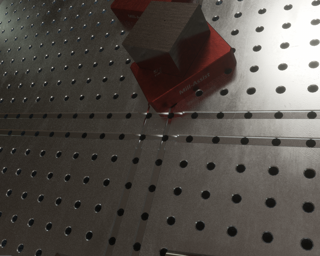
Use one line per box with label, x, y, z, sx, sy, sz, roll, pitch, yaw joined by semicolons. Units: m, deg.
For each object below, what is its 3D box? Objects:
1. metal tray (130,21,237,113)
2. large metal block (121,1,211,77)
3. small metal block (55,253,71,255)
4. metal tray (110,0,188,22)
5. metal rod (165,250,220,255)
metal tray;0.030;-0.091;0.444;0.130;0.030;0.090;-32;52;6
large metal block;0.009;-0.123;0.422;0.080;0.050;0.080;20;72;35
small metal block;-0.103;0.170;0.340;0.025;0.050;0.050;18;71;35
metal tray;-0.016;-0.231;0.554;0.130;0.030;0.090;22;73;35
metal rod;0.144;0.129;0.253;0.301;0.025;0.025;-4;60;25
